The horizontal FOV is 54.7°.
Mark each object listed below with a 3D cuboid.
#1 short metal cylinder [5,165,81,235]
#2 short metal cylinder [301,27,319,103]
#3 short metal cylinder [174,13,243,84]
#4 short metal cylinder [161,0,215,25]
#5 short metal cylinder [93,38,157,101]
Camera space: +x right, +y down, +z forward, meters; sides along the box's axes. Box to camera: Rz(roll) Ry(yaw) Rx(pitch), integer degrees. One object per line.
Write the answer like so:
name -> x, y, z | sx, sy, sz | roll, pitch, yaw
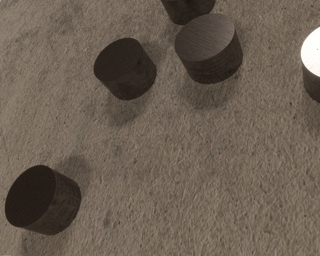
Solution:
short metal cylinder -> -0.153, 0.095, 0.408 | 0.080, 0.050, 0.080 | -13, 56, 20
short metal cylinder -> 0.195, -0.068, 0.327 | 0.080, 0.050, 0.080 | -13, 56, 20
short metal cylinder -> 0.066, -0.106, 0.417 | 0.080, 0.050, 0.080 | -13, 56, 20
short metal cylinder -> 0.043, -0.212, 0.495 | 0.080, 0.050, 0.080 | -13, 56, 20
short metal cylinder -> -0.052, -0.088, 0.468 | 0.080, 0.050, 0.080 | -13, 56, 20
